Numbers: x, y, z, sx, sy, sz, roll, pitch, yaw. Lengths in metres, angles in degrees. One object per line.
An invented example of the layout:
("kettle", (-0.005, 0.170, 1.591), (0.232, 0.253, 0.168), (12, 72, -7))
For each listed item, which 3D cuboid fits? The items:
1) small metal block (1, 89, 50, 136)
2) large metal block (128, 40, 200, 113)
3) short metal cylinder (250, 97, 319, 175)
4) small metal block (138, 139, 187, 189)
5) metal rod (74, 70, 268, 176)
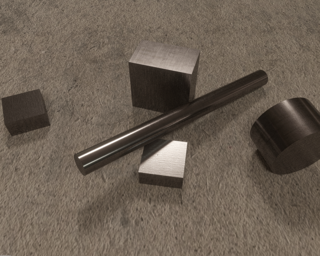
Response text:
("small metal block", (-0.182, -0.022, 0.419), (0.050, 0.025, 0.050), (-17, 52, -15))
("large metal block", (0.006, -0.066, 0.423), (0.080, 0.080, 0.050), (13, 51, 10))
("short metal cylinder", (0.154, 0.011, 0.361), (0.081, 0.080, 0.050), (-13, 52, -11))
("small metal block", (0.004, 0.041, 0.369), (0.050, 0.025, 0.050), (7, 50, 5))
("metal rod", (0.035, -0.019, 0.396), (0.302, 0.025, 0.025), (-26, 55, -29))
